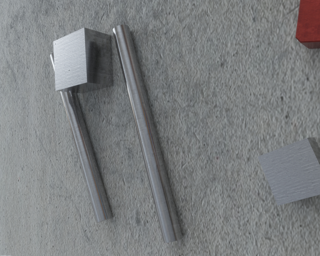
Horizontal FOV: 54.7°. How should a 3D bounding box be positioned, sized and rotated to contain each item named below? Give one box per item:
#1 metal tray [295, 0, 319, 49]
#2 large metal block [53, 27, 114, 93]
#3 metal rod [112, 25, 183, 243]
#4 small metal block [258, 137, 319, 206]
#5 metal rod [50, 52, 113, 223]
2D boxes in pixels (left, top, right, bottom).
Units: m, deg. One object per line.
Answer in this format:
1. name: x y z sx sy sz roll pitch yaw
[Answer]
1. metal tray: 0.186 -0.114 0.248 0.130 0.030 0.089 9 96 39
2. large metal block: -0.121 -0.101 0.485 0.080 0.050 0.080 -6 86 39
3. metal rod: -0.020 -0.001 0.419 0.025 0.025 0.299 -23 75 37
4. small metal block: 0.131 0.041 0.297 0.050 0.025 0.050 -29 72 36
5. metal rod: -0.134 0.005 0.512 0.025 0.025 0.299 -32 71 35
